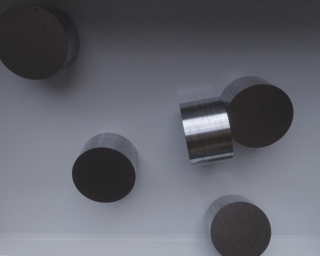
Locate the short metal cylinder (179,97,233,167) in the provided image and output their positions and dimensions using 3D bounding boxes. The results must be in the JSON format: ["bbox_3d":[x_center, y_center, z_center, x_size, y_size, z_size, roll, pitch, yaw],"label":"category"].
[{"bbox_3d":[0.056,0.004,0.384,0.050,0.080,0.079,-11,110,4],"label":"short metal cylinder"}]

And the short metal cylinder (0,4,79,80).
[{"bbox_3d":[-0.140,-0.100,0.360,0.081,0.050,0.079,0,110,0],"label":"short metal cylinder"}]

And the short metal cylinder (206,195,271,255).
[{"bbox_3d":[0.108,0.138,0.436,0.080,0.050,0.080,0,88,1],"label":"short metal cylinder"}]

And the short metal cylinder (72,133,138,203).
[{"bbox_3d":[-0.071,0.052,0.417,0.081,0.050,0.079,0,110,0],"label":"short metal cylinder"}]

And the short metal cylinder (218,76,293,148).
[{"bbox_3d":[0.118,-0.021,0.391,0.081,0.050,0.079,0,110,-1],"label":"short metal cylinder"}]
